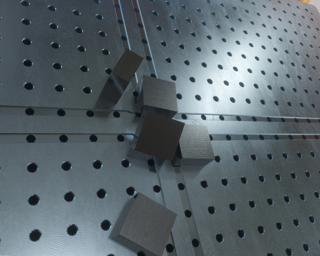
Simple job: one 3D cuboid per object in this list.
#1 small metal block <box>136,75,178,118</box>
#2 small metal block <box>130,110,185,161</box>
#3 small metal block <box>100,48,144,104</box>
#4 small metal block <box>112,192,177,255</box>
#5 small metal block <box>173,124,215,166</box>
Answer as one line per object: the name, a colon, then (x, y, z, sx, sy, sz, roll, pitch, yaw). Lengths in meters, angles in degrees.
small metal block: (-0.005, -0.042, 0.433, 0.050, 0.025, 0.050, 11, 57, -23)
small metal block: (-0.003, 0.009, 0.387, 0.050, 0.025, 0.050, 18, 91, -18)
small metal block: (-0.050, -0.068, 0.408, 0.025, 0.050, 0.050, 30, 52, -9)
small metal block: (-0.016, 0.107, 0.336, 0.050, 0.025, 0.050, 32, 51, -8)
small metal block: (0.041, 0.023, 0.418, 0.050, 0.025, 0.050, 4, 60, -27)
